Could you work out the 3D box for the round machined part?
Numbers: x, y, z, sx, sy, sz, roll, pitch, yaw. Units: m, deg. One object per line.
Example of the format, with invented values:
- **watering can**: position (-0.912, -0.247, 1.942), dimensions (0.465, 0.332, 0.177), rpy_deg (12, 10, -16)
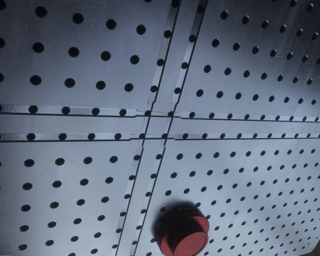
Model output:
- **round machined part**: position (0.045, 0.192, 0.543), dimensions (0.099, 0.042, 0.097), rpy_deg (-14, 124, -21)
